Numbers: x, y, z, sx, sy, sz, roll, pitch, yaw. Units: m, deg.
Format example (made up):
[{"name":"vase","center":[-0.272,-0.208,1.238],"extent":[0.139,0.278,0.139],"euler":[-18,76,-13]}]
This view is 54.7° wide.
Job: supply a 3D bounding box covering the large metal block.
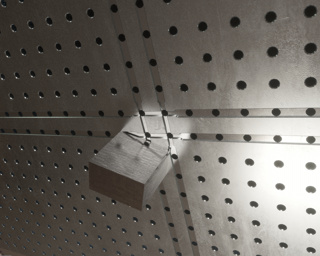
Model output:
[{"name":"large metal block","center":[-0.041,0.057,0.431],"extent":[0.080,0.080,0.050],"euler":[19,126,16]}]
